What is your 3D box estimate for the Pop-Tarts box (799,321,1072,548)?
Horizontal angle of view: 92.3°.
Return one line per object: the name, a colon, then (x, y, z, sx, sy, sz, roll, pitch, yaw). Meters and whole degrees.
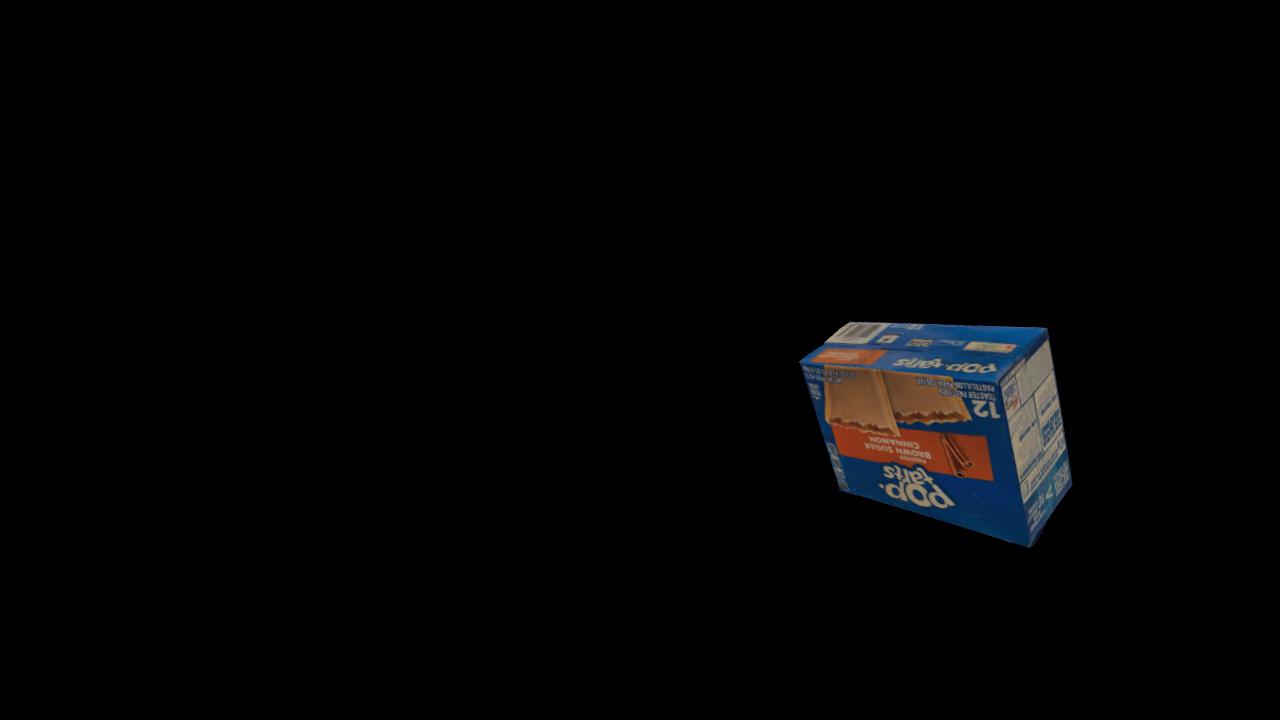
Pop-Tarts box: (0.234, 0.049, 0.500, 0.083, 0.141, 0.167, -33, 22, -27)
